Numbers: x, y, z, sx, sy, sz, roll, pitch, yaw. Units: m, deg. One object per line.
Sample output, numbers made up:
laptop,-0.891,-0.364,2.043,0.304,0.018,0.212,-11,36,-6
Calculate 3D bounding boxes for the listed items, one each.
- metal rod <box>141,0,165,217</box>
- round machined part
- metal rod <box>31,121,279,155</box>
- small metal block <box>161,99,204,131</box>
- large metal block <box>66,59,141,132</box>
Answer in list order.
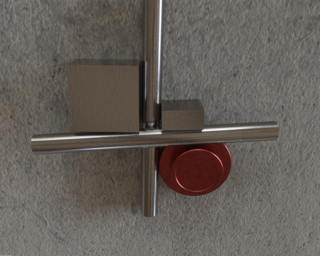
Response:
metal rod,-0.011,-0.016,0.405,0.025,0.025,0.298,1,110,-1
round machined part,0.048,0.052,0.421,0.099,0.042,0.097,0,110,-1
metal rod,-0.003,0.012,0.389,0.302,0.025,0.025,-3,110,-4
small metal block,0.027,-0.018,0.392,0.050,0.050,0.025,-1,110,0
large metal block,-0.065,-0.041,0.381,0.081,0.050,0.079,1,110,-1
